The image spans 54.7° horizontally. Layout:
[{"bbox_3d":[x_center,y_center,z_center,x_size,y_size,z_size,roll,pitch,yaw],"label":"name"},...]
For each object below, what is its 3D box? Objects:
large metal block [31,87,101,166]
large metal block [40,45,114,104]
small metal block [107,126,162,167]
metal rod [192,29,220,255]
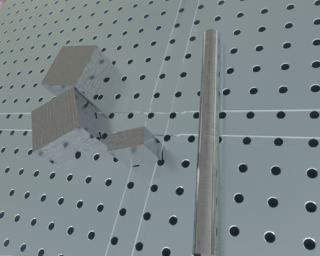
[{"bbox_3d":[-0.143,-0.002,0.469,0.080,0.050,0.080,-28,52,10],"label":"large metal block"},{"bbox_3d":[-0.138,-0.090,0.520,0.080,0.050,0.080,8,65,31],"label":"large metal block"},{"bbox_3d":[-0.031,0.025,0.393,0.050,0.050,0.025,-12,57,22],"label":"small metal block"},{"bbox_3d":[0.060,-0.004,0.379,0.025,0.025,0.299,-8,58,24],"label":"metal rod"}]
